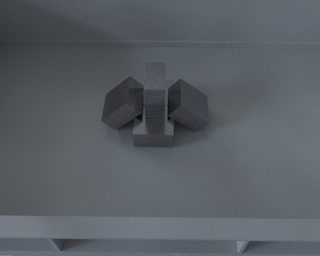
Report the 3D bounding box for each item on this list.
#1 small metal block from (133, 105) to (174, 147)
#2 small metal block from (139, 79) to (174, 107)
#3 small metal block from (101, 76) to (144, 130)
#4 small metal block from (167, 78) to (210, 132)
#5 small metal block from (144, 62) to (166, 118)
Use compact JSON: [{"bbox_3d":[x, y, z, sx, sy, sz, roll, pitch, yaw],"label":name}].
[{"bbox_3d":[-0.007,-0.003,0.405,0.050,0.025,0.050,2,50,2],"label":"small metal block"},{"bbox_3d":[-0.006,-0.042,0.437,0.050,0.025,0.050,2,50,1],"label":"small metal block"},{"bbox_3d":[-0.049,-0.033,0.412,0.050,0.025,0.050,-30,41,32],"label":"small metal block"},{"bbox_3d":[0.038,-0.030,0.413,0.050,0.025,0.050,29,44,-28],"label":"small metal block"},{"bbox_3d":[-0.006,-0.047,0.393,0.025,0.050,0.050,1,50,0],"label":"small metal block"}]
